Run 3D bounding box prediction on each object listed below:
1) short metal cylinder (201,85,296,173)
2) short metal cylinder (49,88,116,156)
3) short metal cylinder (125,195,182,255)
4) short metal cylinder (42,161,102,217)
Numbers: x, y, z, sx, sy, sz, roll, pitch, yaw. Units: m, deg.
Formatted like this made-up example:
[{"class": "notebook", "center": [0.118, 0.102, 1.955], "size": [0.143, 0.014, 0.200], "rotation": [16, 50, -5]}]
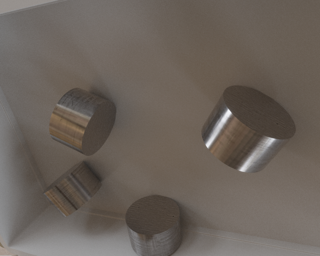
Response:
[{"class": "short metal cylinder", "center": [0.091, 0.000, 0.325], "size": [0.080, 0.080, 0.050], "rotation": [32, 129, 7]}, {"class": "short metal cylinder", "center": [-0.103, -0.008, 0.422], "size": [0.050, 0.080, 0.079], "rotation": [24, 127, 14]}, {"class": "short metal cylinder", "center": [-0.008, 0.148, 0.469], "size": [0.080, 0.080, 0.050], "rotation": [7, 122, 24]}, {"class": "short metal cylinder", "center": [-0.143, 0.099, 0.510], "size": [0.080, 0.080, 0.050], "rotation": [-31, 101, 38]}]
